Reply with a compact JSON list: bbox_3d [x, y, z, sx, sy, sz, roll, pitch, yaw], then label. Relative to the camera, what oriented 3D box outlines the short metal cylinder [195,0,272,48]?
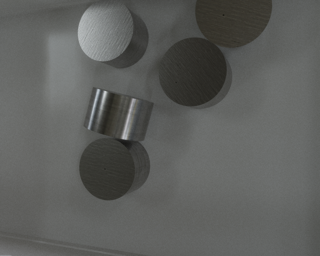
[{"bbox_3d":[0.085,-0.135,0.355,0.080,0.050,0.079,5,110,15],"label":"short metal cylinder"}]

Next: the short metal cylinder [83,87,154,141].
[{"bbox_3d":[-0.053,-0.018,0.400,0.080,0.080,0.050,17,96,19],"label":"short metal cylinder"}]

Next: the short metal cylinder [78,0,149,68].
[{"bbox_3d":[-0.062,-0.125,0.419,0.080,0.050,0.080,0,90,20],"label":"short metal cylinder"}]

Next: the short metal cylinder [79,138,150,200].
[{"bbox_3d":[-0.060,0.052,0.418,0.080,0.050,0.080,0,90,20],"label":"short metal cylinder"}]

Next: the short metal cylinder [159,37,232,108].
[{"bbox_3d":[0.045,-0.065,0.381,0.080,0.050,0.080,0,90,20],"label":"short metal cylinder"}]
